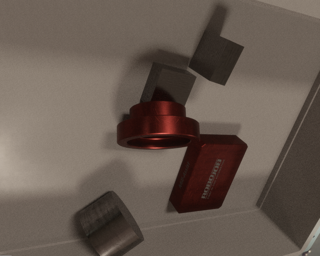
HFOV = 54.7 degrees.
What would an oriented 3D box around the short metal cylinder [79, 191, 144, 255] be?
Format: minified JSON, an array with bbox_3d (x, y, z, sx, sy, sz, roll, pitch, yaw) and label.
[{"bbox_3d":[-0.065,0.133,0.421,0.050,0.080,0.080,-34,129,-6],"label":"short metal cylinder"}]

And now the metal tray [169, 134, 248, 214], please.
[{"bbox_3d":[0.076,0.073,0.495,0.091,0.030,0.129,2,117,-30],"label":"metal tray"}]

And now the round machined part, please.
[{"bbox_3d":[-0.002,-0.003,0.373,0.099,0.098,0.042,7,74,-32],"label":"round machined part"}]

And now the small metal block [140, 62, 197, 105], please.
[{"bbox_3d":[0.010,-0.050,0.385,0.050,0.025,0.050,7,115,-32],"label":"small metal block"}]

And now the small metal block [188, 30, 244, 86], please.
[{"bbox_3d":[0.067,-0.086,0.378,0.025,0.050,0.050,11,113,-34],"label":"small metal block"}]
